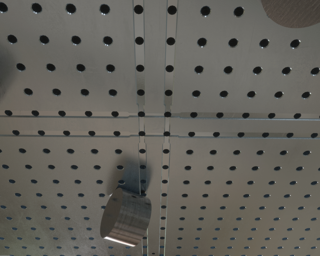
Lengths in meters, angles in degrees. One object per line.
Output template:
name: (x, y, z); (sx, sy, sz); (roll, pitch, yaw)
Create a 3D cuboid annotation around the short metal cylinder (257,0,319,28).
short metal cylinder: (0.125, -0.139, 0.279); (0.081, 0.050, 0.079); (0, 130, 0)

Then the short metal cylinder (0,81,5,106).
short metal cylinder: (-0.234, -0.035, 0.362); (0.081, 0.050, 0.079); (0, 130, 0)

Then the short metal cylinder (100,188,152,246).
short metal cylinder: (-0.055, 0.142, 0.496); (0.050, 0.080, 0.080); (25, 126, -20)
